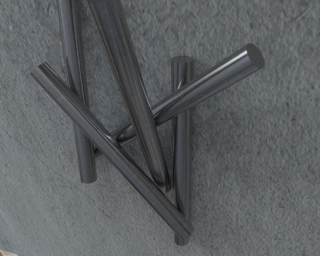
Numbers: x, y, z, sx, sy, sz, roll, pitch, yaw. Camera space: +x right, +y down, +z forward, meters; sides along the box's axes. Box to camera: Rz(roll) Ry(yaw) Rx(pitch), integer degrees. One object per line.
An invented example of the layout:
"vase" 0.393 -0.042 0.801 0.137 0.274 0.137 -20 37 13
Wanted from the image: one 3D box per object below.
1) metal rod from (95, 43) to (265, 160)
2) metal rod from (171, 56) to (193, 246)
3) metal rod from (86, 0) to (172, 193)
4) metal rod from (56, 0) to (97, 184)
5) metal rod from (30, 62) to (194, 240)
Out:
"metal rod" -0.009 -0.012 0.375 0.299 0.025 0.025 -29 103 45
"metal rod" 0.030 0.051 0.421 0.025 0.025 0.298 11 123 22
"metal rod" -0.019 -0.007 0.342 0.025 0.025 0.299 13 146 21
"metal rod" -0.108 -0.058 0.406 0.025 0.025 0.298 11 117 22
"metal rod" -0.055 0.039 0.412 0.025 0.025 0.300 -30 107 37
